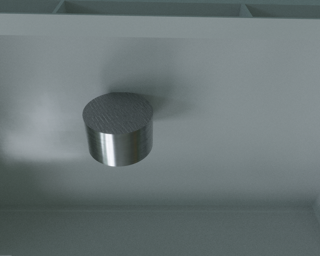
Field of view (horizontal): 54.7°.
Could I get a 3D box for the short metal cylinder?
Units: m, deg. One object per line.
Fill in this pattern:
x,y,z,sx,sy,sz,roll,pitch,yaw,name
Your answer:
-0.049,0.000,0.372,0.081,0.080,0.050,1,130,-1,short metal cylinder
